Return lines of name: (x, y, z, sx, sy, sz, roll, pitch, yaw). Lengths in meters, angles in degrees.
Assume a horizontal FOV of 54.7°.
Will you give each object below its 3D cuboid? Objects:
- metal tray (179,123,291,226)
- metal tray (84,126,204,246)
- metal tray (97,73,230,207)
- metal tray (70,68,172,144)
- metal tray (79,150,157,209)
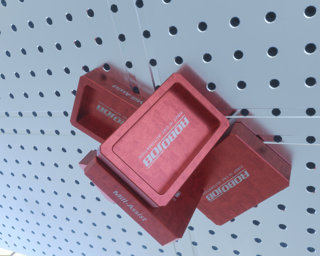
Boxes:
metal tray: (0.087, 0.064, 0.399, 0.090, 0.030, 0.129, 41, 129, -1)
metal tray: (-0.014, 0.064, 0.375, 0.130, 0.090, 0.030, 44, 129, -3)
metal tray: (0.007, 0.011, 0.346, 0.090, 0.130, 0.030, 44, 157, -2)
metal tray: (-0.056, -0.012, 0.429, 0.130, 0.030, 0.089, 31, 128, 7)
metal tray: (-0.051, 0.078, 0.450, 0.130, 0.030, 0.090, 1, 131, 44)
